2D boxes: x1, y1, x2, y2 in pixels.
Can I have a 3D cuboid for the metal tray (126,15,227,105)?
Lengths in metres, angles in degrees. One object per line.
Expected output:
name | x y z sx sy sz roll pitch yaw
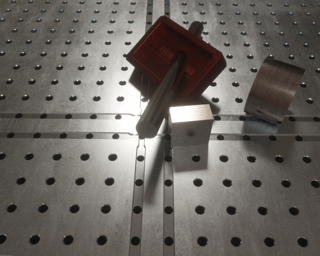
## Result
metal tray | 0.021 -0.100 0.460 0.090 0.030 0.130 -48 60 3

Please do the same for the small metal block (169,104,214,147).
small metal block | 0.038 -0.002 0.394 0.050 0.050 0.025 -5 51 -5

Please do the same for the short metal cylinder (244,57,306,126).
short metal cylinder | 0.153 -0.049 0.415 0.050 0.080 0.080 24 54 18

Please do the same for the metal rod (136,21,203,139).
metal rod | 0.026 -0.090 0.451 0.025 0.025 0.301 13 41 10
